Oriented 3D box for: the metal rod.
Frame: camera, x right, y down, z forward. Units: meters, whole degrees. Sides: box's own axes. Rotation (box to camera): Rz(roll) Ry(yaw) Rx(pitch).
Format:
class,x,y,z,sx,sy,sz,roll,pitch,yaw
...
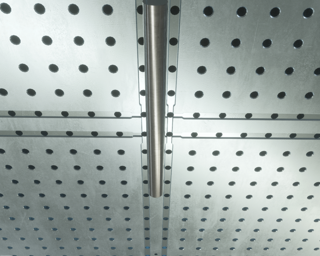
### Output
class,x,y,z,sx,sy,sz,roll,pitch,yaw
metal rod,-0.006,-0.011,0.402,0.025,0.025,0.298,0,130,0
